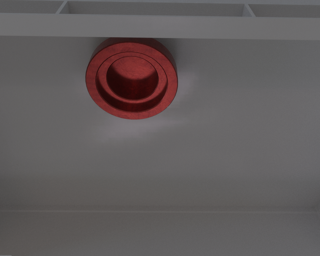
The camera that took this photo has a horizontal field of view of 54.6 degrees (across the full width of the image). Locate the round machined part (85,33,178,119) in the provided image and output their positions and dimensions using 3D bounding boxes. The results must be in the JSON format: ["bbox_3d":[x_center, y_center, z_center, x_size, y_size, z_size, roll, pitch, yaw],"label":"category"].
[{"bbox_3d":[-0.030,-0.060,0.347,0.099,0.042,0.097,0,130,0],"label":"round machined part"}]
